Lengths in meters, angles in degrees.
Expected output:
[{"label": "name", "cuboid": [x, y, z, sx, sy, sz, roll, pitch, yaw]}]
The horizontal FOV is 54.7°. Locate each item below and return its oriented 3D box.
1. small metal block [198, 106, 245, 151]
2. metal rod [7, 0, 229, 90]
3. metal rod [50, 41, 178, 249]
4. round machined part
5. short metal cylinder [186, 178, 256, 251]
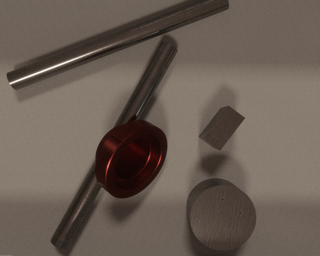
[{"label": "small metal block", "cuboid": [0.078, 0.000, 0.400, 0.025, 0.050, 0.050, 37, 90, -1]}, {"label": "metal rod", "cuboid": [-0.054, -0.116, 0.410, 0.301, 0.025, 0.025, -21, 90, -1]}, {"label": "metal rod", "cuboid": [-0.060, 0.022, 0.410, 0.025, 0.025, 0.299, 29, 90, -1]}, {"label": "round machined part", "cuboid": [-0.040, 0.034, 0.384, 0.042, 0.098, 0.098, 30, 90, 36]}, {"label": "short metal cylinder", "cuboid": [0.077, 0.109, 0.400, 0.081, 0.050, 0.079, 0, 90, -1]}]
